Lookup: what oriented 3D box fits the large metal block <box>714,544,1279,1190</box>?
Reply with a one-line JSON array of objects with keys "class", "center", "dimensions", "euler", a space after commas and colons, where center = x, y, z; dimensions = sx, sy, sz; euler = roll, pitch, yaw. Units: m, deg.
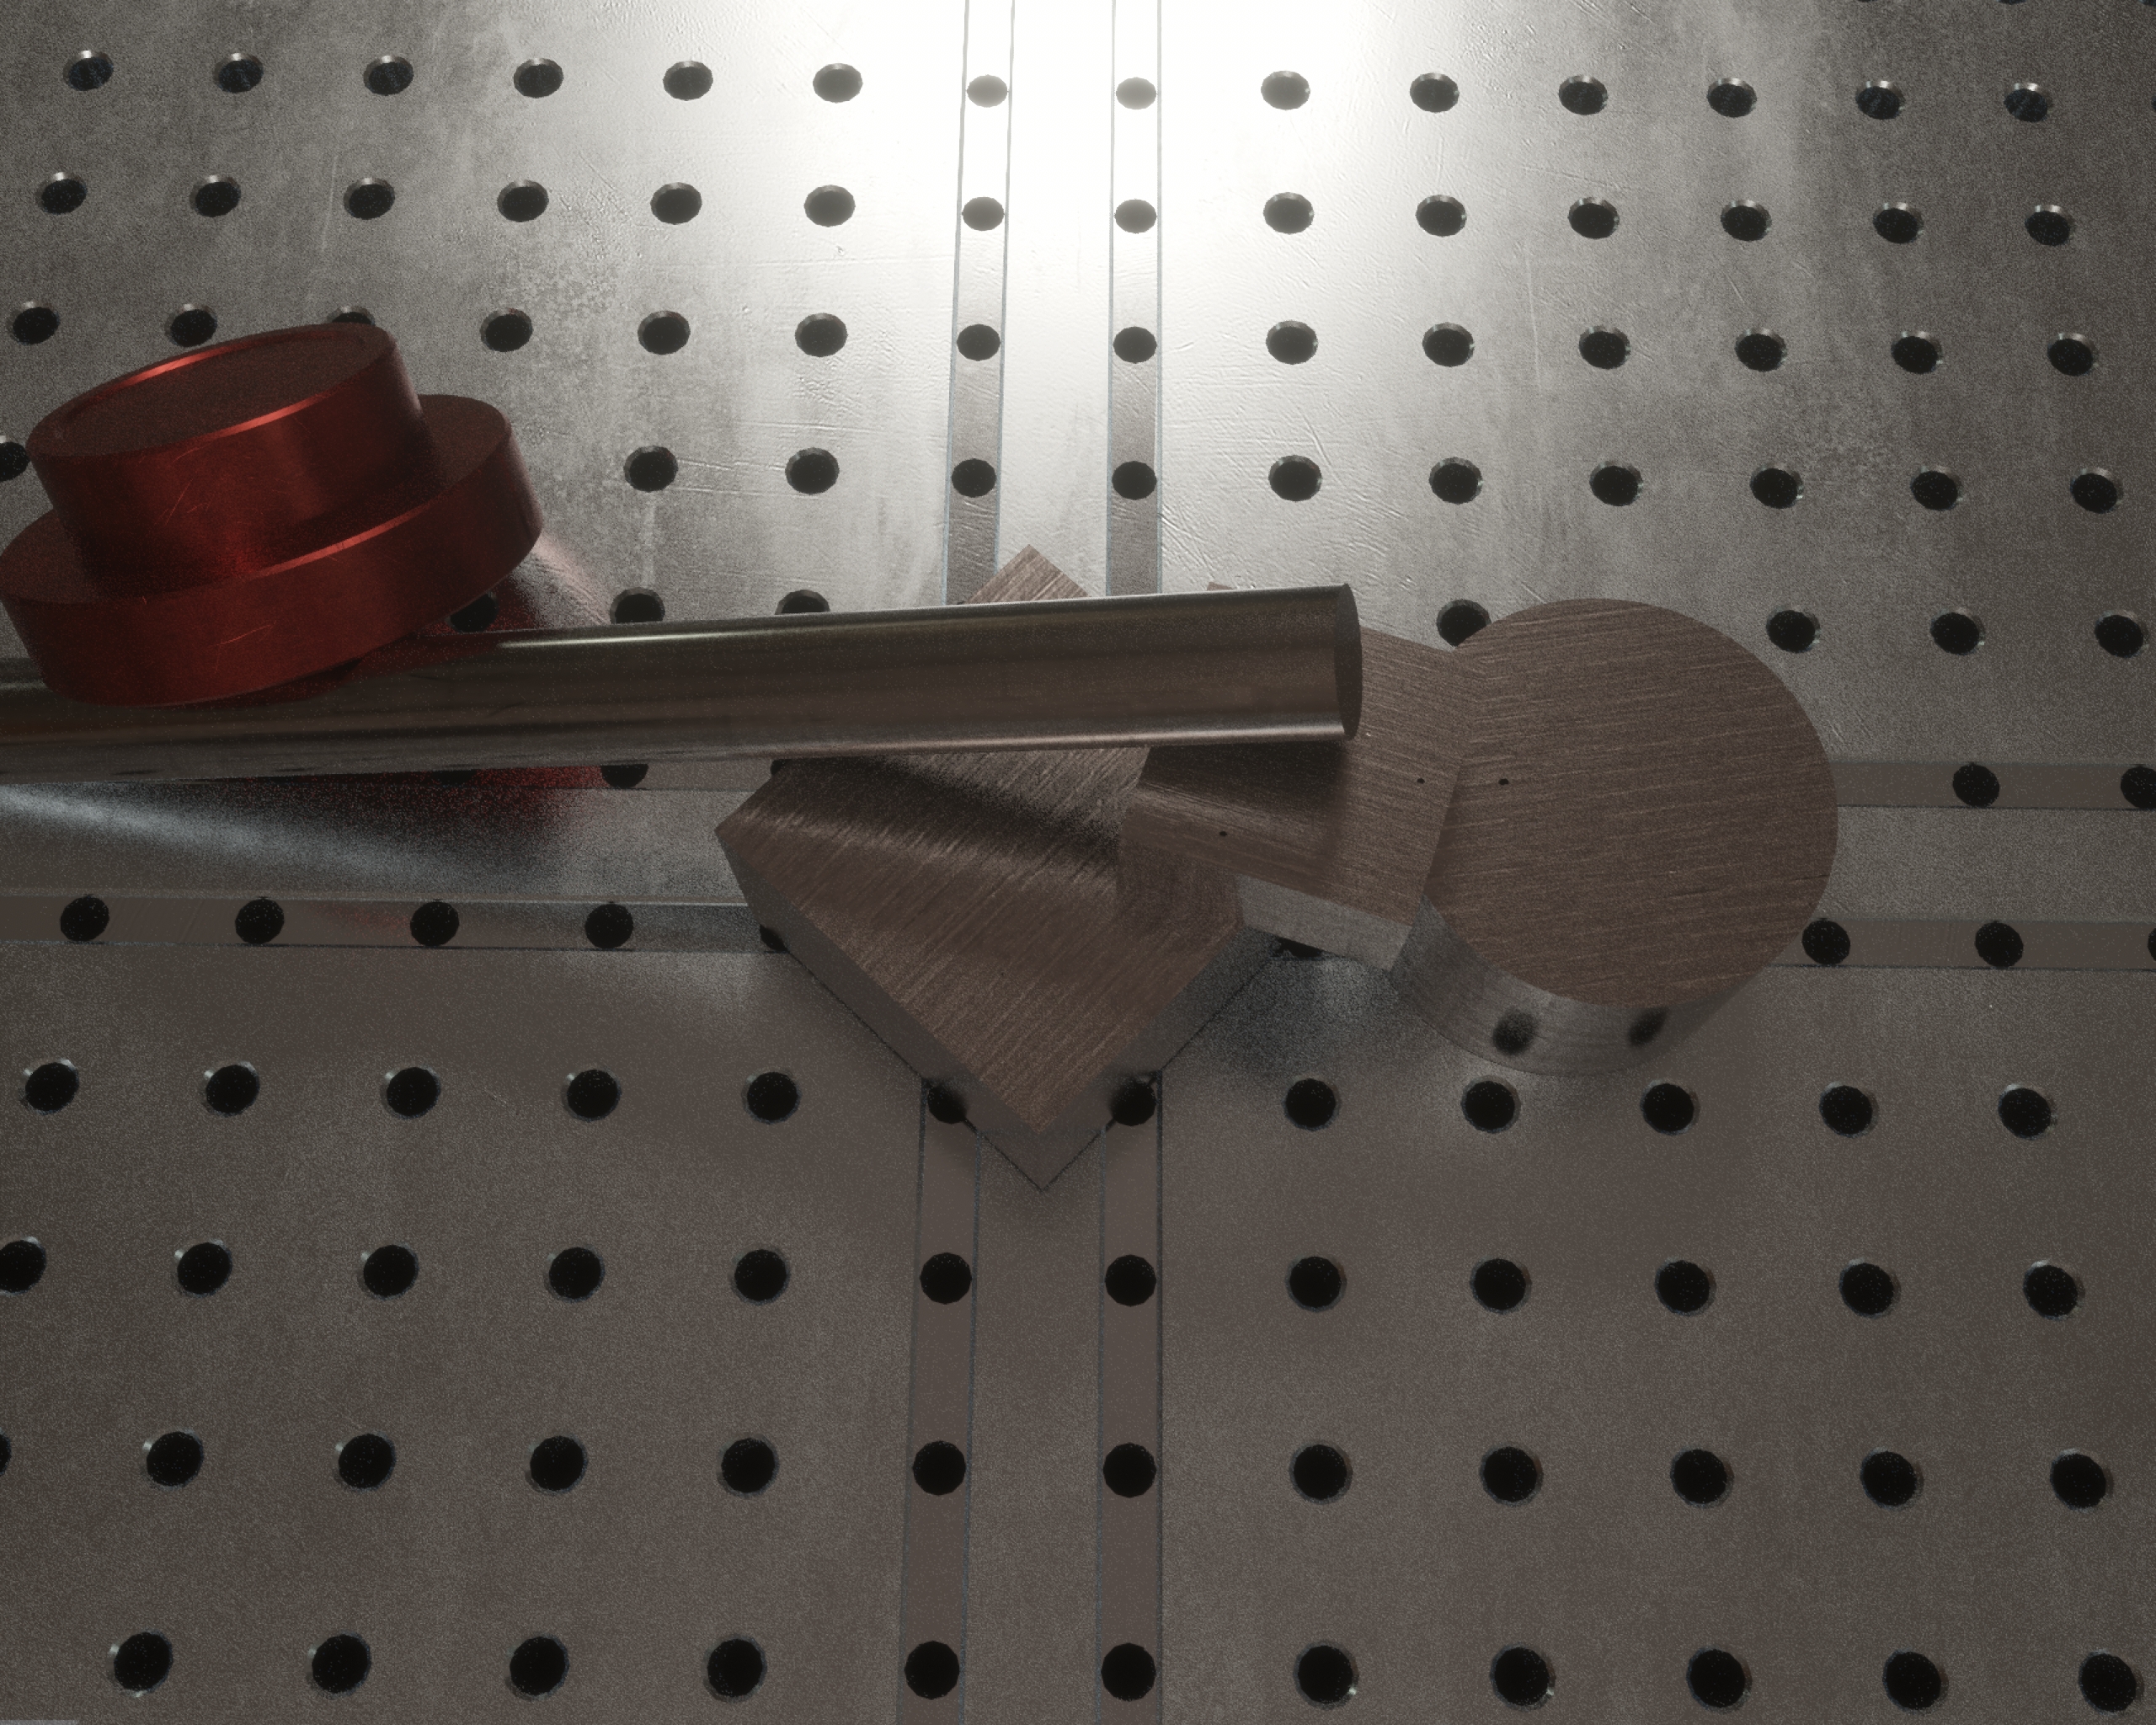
[{"class": "large metal block", "center": [-0.008, 0.001, 0.395], "dimensions": [0.080, 0.050, 0.080], "euler": [42, 75, 13]}]

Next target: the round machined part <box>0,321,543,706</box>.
[{"class": "round machined part", "center": [-0.157, -0.072, 0.398], "dimensions": [0.099, 0.042, 0.098], "euler": [-9, 31, 6]}]

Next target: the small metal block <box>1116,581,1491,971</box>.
[{"class": "small metal block", "center": [0.039, -0.015, 0.362], "dimensions": [0.050, 0.025, 0.050], "euler": [18, 71, 6]}]

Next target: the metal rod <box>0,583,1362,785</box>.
[{"class": "metal rod", "center": [-0.101, -0.029, 0.375], "dimensions": [0.301, 0.025, 0.025], "euler": [-1, 69, 17]}]

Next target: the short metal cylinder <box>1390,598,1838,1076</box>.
[{"class": "short metal cylinder", "center": [0.097, -0.004, 0.401], "dimensions": [0.081, 0.050, 0.080], "euler": [0, 70, 0]}]
